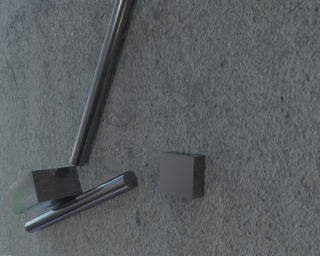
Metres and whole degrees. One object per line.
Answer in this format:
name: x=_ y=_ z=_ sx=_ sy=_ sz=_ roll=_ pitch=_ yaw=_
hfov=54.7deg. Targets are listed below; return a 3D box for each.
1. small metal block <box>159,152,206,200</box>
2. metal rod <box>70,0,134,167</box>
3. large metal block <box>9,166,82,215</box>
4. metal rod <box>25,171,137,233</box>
small metal block: x=0.027 y=0.057 z=0.381 sx=0.050 sy=0.025 sz=0.050 roll=3 pitch=92 yaw=39
metal rod: x=-0.089 y=-0.077 z=0.475 sx=0.025 sy=0.025 sz=0.298 roll=31 pitch=109 yaw=35
large metal block: x=-0.193 y=0.105 z=0.525 sx=0.080 sy=0.081 sz=0.050 roll=-29 pitch=72 yaw=36
metal rod: x=-0.148 y=0.133 z=0.523 sx=0.299 sy=0.025 sz=0.025 roll=-30 pitch=72 yaw=35
